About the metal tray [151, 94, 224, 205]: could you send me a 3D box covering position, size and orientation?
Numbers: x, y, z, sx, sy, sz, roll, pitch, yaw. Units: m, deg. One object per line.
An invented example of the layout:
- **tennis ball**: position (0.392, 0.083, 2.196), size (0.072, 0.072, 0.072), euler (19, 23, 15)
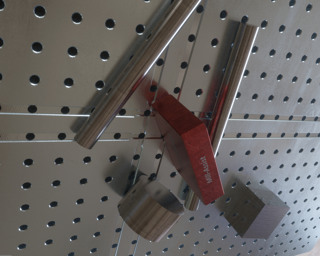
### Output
- **metal tray**: position (0.037, 0.030, 0.407), size (0.030, 0.090, 0.129), euler (-29, 128, -10)

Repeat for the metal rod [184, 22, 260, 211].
- **metal rod**: position (0.083, 0.000, 0.456), size (0.025, 0.025, 0.298), euler (-2, 119, -28)

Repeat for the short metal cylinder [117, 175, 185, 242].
- **short metal cylinder**: position (-0.012, 0.112, 0.438), size (0.080, 0.080, 0.050), euler (33, 100, -38)

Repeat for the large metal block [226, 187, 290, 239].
- **large metal block**: position (0.190, 0.167, 0.602), size (0.081, 0.050, 0.080), euler (16, 110, -35)

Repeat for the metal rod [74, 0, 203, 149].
- **metal rod**: position (-0.001, -0.099, 0.349), size (0.025, 0.025, 0.299), euler (31, 101, -38)
